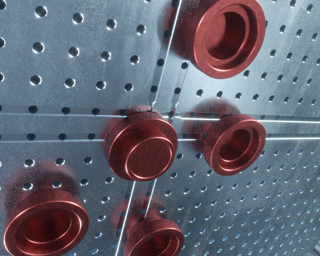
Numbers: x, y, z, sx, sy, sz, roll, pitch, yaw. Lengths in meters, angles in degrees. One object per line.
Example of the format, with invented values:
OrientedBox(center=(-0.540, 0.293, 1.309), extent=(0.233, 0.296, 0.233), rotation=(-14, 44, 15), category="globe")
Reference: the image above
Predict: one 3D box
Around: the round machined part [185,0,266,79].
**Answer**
OrientedBox(center=(0.073, -0.112, 0.370), extent=(0.099, 0.042, 0.097), rotation=(-14, 124, -21), category="round machined part")

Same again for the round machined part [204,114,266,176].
OrientedBox(center=(0.108, 0.021, 0.472), extent=(0.099, 0.042, 0.097), rotation=(-14, 124, -21), category="round machined part")

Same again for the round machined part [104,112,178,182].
OrientedBox(center=(-0.019, 0.031, 0.408), extent=(0.099, 0.042, 0.097), rotation=(-14, 124, -21), category="round machined part")

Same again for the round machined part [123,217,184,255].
OrientedBox(center=(-0.013, 0.186, 0.507), extent=(0.099, 0.042, 0.097), rotation=(-14, 124, -21), category="round machined part")

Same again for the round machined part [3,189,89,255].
OrientedBox(center=(-0.144, 0.117, 0.394), extent=(0.099, 0.042, 0.097), rotation=(-14, 124, -21), category="round machined part")
